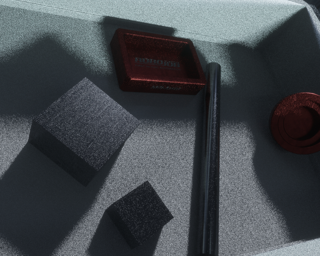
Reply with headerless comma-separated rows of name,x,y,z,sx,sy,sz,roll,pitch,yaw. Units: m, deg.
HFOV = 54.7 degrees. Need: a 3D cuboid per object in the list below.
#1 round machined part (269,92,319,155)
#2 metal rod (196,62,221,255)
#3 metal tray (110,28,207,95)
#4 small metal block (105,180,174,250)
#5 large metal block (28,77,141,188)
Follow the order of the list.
round machined part,0.228,-0.009,0.503,0.098,0.098,0.042,46,11,3
metal rod,0.071,0.022,0.432,0.025,0.025,0.300,20,54,-17
metal tray,-0.001,-0.097,0.462,0.131,0.030,0.090,-1,62,-29
small metal block,-0.022,0.094,0.338,0.050,0.025,0.050,-29,78,-38
large metal block,-0.083,0.004,0.344,0.080,0.050,0.080,40,51,-2
